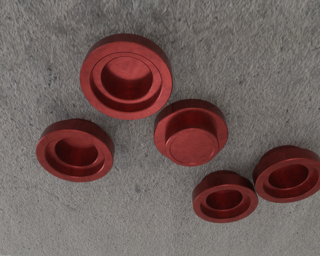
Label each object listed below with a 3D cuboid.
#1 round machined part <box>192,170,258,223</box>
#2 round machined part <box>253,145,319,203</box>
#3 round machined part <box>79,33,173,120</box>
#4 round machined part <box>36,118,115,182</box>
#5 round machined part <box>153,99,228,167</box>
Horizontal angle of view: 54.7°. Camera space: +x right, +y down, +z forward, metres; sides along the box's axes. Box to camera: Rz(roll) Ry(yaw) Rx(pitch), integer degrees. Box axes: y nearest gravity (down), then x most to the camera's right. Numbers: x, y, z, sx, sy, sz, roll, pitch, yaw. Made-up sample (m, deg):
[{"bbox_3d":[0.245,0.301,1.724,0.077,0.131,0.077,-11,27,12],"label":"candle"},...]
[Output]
[{"bbox_3d":[0.099,0.104,0.485,0.099,0.042,0.097,0,130,0],"label":"round machined part"},{"bbox_3d":[0.184,0.063,0.451,0.099,0.042,0.097,0,130,0],"label":"round machined part"},{"bbox_3d":[-0.036,-0.059,0.345,0.099,0.042,0.097,0,130,0],"label":"round machined part"},{"bbox_3d":[-0.110,0.026,0.417,0.099,0.042,0.097,0,130,0],"label":"round machined part"},{"bbox_3d":[0.041,0.013,0.407,0.099,0.042,0.097,0,130,0],"label":"round machined part"}]
